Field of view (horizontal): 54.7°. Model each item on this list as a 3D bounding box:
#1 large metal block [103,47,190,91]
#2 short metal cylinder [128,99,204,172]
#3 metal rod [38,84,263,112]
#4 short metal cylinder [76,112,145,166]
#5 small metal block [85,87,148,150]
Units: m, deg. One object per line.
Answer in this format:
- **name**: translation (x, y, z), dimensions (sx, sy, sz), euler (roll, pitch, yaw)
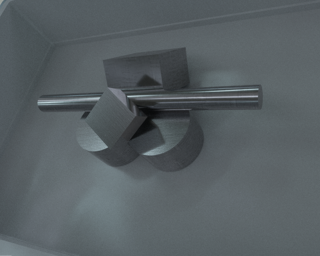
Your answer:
- **large metal block**: translation (-0.015, -0.074, 0.414), dimensions (0.080, 0.050, 0.080), euler (1, 19, 28)
- **short metal cylinder**: translation (0.007, 0.007, 0.379), dimensions (0.080, 0.050, 0.080), euler (-13, 56, 20)
- **metal rod**: translation (-0.033, -0.033, 0.376), dimensions (0.300, 0.025, 0.025), euler (1, 62, 28)
- **short metal cylinder**: translation (-0.064, 0.005, 0.417), dimensions (0.080, 0.050, 0.080), euler (-13, 56, 20)
- **small metal block**: translation (-0.051, -0.011, 0.358), dimensions (0.050, 0.025, 0.050), euler (45, 109, 20)
